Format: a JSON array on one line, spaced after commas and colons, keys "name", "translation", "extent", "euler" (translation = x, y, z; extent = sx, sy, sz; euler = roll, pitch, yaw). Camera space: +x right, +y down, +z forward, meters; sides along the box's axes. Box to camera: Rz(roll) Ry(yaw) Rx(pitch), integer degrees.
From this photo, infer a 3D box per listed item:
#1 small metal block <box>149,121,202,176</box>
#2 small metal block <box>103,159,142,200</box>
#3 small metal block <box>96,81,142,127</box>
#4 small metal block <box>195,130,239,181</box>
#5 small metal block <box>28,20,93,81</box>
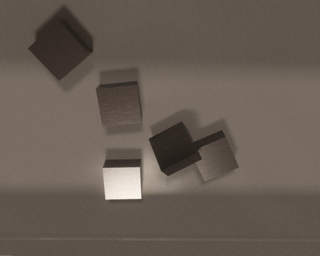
[{"name": "small metal block", "translation": [0.020, 0.027, 0.406], "extent": [0.050, 0.050, 0.025], "euler": [-28, 149, 9]}, {"name": "small metal block", "translation": [-0.052, 0.072, 0.437], "extent": [0.050, 0.025, 0.050], "euler": [-1, 110, 0]}, {"name": "small metal block", "translation": [-0.051, -0.031, 0.399], "extent": [0.050, 0.025, 0.050], "euler": [-6, 110, 1]}, {"name": "small metal block", "translation": [0.074, 0.038, 0.426], "extent": [0.050, 0.025, 0.050], "euler": [-24, 109, 8]}, {"name": "small metal block", "translation": [-0.119, -0.094, 0.375], "extent": [0.050, 0.025, 0.050], "euler": [-38, 106, 12]}]
